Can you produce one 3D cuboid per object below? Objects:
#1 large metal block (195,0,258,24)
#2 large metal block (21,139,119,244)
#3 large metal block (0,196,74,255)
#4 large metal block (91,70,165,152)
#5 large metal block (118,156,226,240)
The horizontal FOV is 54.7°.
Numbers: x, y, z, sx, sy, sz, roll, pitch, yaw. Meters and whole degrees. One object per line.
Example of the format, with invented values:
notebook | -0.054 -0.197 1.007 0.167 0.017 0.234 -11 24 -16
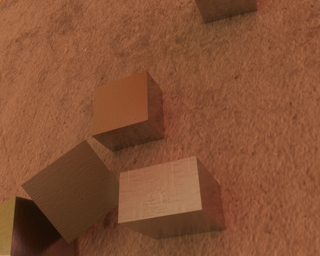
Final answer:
large metal block | 0.100 -0.213 0.465 0.080 0.050 0.080 -7 59 24
large metal block | -0.095 0.069 0.357 0.080 0.080 0.050 -37 6 -13
large metal block | -0.148 0.134 0.357 0.050 0.080 0.080 -31 51 23
large metal block | -0.042 -0.022 0.422 0.080 0.050 0.080 -15 56 19
large metal block | 0.014 0.075 0.314 0.080 0.080 0.050 -15 56 19
